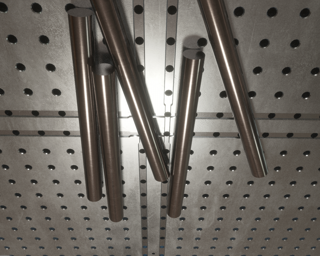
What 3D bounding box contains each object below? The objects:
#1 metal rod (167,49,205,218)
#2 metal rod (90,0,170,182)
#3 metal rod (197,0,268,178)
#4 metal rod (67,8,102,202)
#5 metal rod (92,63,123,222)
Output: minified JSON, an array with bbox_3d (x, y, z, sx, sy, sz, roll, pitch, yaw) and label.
[{"bbox_3d":[0.031,0.032,0.439,0.025,0.025,0.298,2,130,-2],"label":"metal rod"},{"bbox_3d":[-0.030,-0.038,0.378,0.025,0.025,0.298,-10,130,8],"label":"metal rod"},{"bbox_3d":[0.095,-0.040,0.379,0.025,0.025,0.299,-17,128,14],"label":"metal rod"},{"bbox_3d":[-0.093,-0.003,0.407,0.025,0.025,0.298,4,130,-4],"label":"metal rod"},{"bbox_3d":[-0.069,0.045,0.440,0.025,0.025,0.298,2,133,-2],"label":"metal rod"}]
